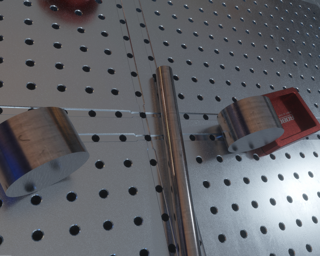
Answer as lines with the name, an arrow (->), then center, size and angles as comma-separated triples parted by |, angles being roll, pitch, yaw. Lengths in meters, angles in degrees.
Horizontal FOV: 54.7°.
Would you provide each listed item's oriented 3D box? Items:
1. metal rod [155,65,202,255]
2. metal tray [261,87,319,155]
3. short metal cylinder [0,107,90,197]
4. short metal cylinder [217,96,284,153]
metal rod -> 0.022, 0.045, 0.391 | 0.025, 0.025, 0.299 | 7, 59, -25
metal tray -> 0.205, -0.016, 0.524 | 0.131, 0.030, 0.090 | -15, 70, -34
short metal cylinder -> -0.116, 0.023, 0.296 | 0.081, 0.080, 0.050 | -22, 74, -36
short metal cylinder -> 0.128, -0.004, 0.444 | 0.081, 0.080, 0.050 | -1, 63, -29
